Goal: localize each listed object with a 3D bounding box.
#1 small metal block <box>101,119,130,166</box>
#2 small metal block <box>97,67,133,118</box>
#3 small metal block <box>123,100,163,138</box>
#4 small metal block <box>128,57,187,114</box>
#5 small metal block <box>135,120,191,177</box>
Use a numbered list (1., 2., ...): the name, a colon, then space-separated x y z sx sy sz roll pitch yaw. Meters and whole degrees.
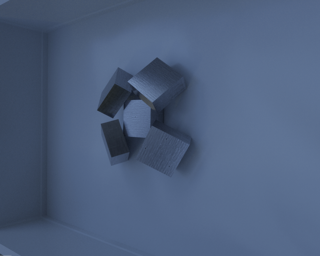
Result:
1. small metal block: -0.065 0.022 0.443 0.050 0.025 0.050 114 137 -68
2. small metal block: -0.063 -0.050 0.440 0.050 0.025 0.050 -50 23 29
3. small metal block: -0.023 -0.013 0.423 0.050 0.025 0.050 2 92 40
4. small metal block: -0.003 -0.054 0.391 0.050 0.025 0.050 -41 58 -10
5. small metal block: 0.004 0.025 0.386 0.050 0.025 0.050 27 110 0
